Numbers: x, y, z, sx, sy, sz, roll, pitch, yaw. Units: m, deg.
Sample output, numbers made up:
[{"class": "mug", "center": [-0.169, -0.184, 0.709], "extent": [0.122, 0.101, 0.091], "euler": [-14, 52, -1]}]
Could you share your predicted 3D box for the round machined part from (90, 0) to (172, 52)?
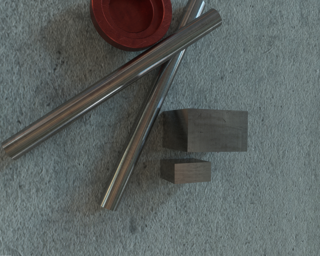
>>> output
[{"class": "round machined part", "center": [-0.038, -0.144, 0.387], "extent": [0.099, 0.042, 0.097], "euler": [0, 90, -21]}]

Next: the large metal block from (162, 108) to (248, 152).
[{"class": "large metal block", "center": [0.055, 0.003, 0.402], "extent": [0.081, 0.080, 0.050], "euler": [1, 90, -20]}]

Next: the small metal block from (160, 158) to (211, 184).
[{"class": "small metal block", "center": [0.033, 0.056, 0.409], "extent": [0.050, 0.050, 0.025], "euler": [0, 91, -20]}]

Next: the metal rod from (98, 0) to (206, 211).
[{"class": "metal rod", "center": [-0.007, -0.037, 0.407], "extent": [0.025, 0.025, 0.299], "euler": [26, 81, -19]}]

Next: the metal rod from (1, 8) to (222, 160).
[{"class": "metal rod", "center": [-0.048, -0.059, 0.375], "extent": [0.301, 0.025, 0.025], "euler": [-35, 102, -11]}]
